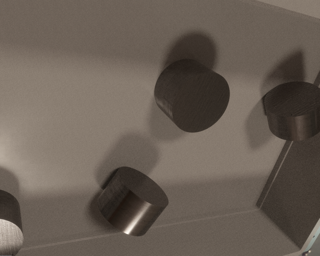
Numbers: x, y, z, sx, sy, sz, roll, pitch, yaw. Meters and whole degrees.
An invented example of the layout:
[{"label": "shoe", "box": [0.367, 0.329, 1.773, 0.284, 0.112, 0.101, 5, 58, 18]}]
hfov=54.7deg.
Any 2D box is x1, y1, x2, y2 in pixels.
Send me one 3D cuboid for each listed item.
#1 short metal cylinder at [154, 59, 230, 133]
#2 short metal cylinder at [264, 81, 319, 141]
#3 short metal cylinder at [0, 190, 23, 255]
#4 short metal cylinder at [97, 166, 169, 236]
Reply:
[{"label": "short metal cylinder", "box": [0.040, -0.041, 0.391, 0.081, 0.050, 0.079, -14, 125, -21]}, {"label": "short metal cylinder", "box": [0.204, -0.026, 0.471, 0.080, 0.080, 0.050, -32, 129, -8]}, {"label": "short metal cylinder", "box": [-0.202, 0.116, 0.354, 0.081, 0.050, 0.079, -14, 125, -21]}, {"label": "short metal cylinder", "box": [-0.036, 0.096, 0.415, 0.080, 0.080, 0.050, 28, 103, -38]}]
